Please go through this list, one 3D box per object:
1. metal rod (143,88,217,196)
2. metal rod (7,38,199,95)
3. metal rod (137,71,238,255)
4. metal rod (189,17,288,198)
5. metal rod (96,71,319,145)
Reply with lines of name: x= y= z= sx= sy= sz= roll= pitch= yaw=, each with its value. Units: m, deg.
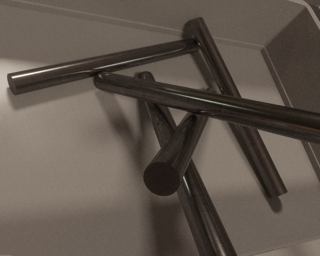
metal rod: x=0.039 y=-0.008 z=0.344 sx=0.025 sy=0.025 sz=0.301 roll=42 pitch=22 yaw=0
metal rod: x=-0.053 y=-0.095 z=0.435 sx=0.302 sy=0.025 sz=0.025 roll=-22 pitch=74 yaw=-36
metal rod: x=0.013 y=0.017 z=0.323 sx=0.025 sy=0.025 sz=0.300 roll=11 pitch=32 yaw=-23
metal rod: x=0.115 y=-0.039 z=0.475 sx=0.025 sy=0.025 sz=0.299 roll=-13 pitch=74 yaw=-34
metal rod: x=0.039 y=-0.027 z=0.317 sx=0.300 sy=0.025 sz=0.025 roll=17 pitch=38 yaw=38
